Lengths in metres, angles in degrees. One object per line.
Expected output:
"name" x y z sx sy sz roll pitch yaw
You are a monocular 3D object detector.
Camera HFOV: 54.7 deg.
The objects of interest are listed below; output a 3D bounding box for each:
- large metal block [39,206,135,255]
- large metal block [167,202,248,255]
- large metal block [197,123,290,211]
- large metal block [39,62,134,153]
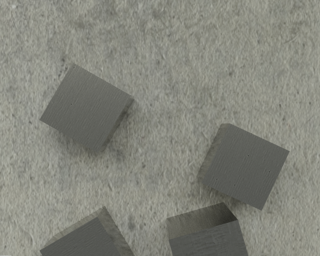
"large metal block" -0.089 0.161 0.396 0.080 0.050 0.080 -31 90 0
"large metal block" 0.055 0.137 0.383 0.080 0.080 0.050 -16 90 0
"large metal block" 0.104 0.047 0.399 0.080 0.050 0.080 25 90 -1
"large metal block" -0.090 -0.025 0.396 0.080 0.050 0.080 30 90 -1
